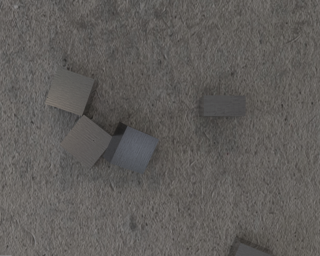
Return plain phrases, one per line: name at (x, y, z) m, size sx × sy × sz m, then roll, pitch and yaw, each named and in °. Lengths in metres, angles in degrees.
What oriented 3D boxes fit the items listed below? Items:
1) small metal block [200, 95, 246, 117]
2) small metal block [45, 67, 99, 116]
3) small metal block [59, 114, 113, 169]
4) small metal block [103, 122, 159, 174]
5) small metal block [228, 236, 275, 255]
small metal block at (0.078, -0.027, 0.398) m, size 0.050 × 0.050 × 0.025 m, roll 0°, pitch 90°, yaw 0°
small metal block at (-0.115, -0.047, 0.409) m, size 0.050 × 0.025 × 0.050 m, roll 19°, pitch 90°, yaw 0°
small metal block at (-0.094, 0.017, 0.409) m, size 0.050 × 0.025 × 0.050 m, roll 38°, pitch 90°, yaw 0°
small metal block at (-0.037, 0.026, 0.398) m, size 0.050 × 0.025 × 0.050 m, roll 25°, pitch 90°, yaw -33°
small metal block at (0.117, 0.180, 0.411) m, size 0.050 × 0.025 × 0.050 m, roll 23°, pitch 90°, yaw 0°
